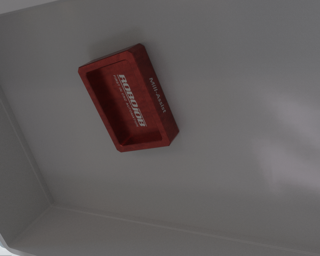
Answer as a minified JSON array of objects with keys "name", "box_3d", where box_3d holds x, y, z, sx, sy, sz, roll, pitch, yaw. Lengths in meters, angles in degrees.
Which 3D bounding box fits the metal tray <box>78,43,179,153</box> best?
[{"name":"metal tray","box_3d":[-0.040,-0.034,0.406,0.090,0.030,0.130,-10,113,32]}]
